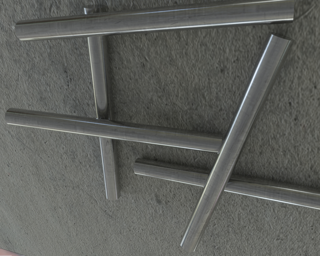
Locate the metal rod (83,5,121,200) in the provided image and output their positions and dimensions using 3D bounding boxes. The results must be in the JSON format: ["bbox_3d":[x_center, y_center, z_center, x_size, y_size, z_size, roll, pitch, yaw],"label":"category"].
[{"bbox_3d":[-0.077,-0.015,0.438,0.025,0.025,0.298,14,124,20],"label":"metal rod"}]

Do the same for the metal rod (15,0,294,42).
[{"bbox_3d":[-0.023,-0.112,0.326,0.301,0.025,0.025,2,120,19],"label":"metal rod"}]

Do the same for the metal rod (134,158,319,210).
[{"bbox_3d":[0.103,0.073,0.397,0.301,0.025,0.025,7,122,24],"label":"metal rod"}]

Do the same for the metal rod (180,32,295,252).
[{"bbox_3d":[0.078,0.039,0.364,0.025,0.025,0.298,24,119,13],"label":"metal rod"}]

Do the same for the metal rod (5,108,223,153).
[{"bbox_3d":[-0.070,0.001,0.414,0.301,0.025,0.025,7,122,13],"label":"metal rod"}]
